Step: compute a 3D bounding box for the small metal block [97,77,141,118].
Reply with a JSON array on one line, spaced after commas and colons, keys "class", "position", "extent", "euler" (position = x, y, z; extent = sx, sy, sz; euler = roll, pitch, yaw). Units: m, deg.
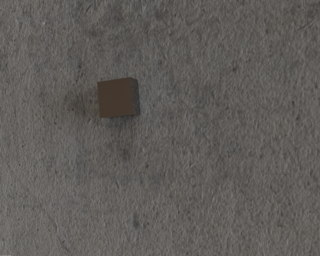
[{"class": "small metal block", "position": [-0.057, -0.041, 0.430], "extent": [0.050, 0.025, 0.050], "euler": [-5, 88, 20]}]
